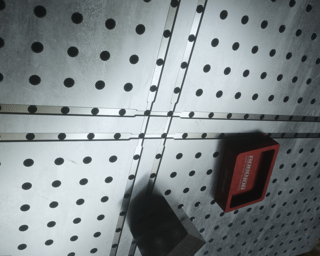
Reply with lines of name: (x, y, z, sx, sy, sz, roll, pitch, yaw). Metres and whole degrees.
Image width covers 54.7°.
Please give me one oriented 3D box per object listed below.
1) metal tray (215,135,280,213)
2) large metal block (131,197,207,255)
metal tray: (0.150, 0.081, 0.539, 0.091, 0.030, 0.129, -11, 123, -23)
large metal block: (0.011, 0.172, 0.488, 0.080, 0.080, 0.050, -47, 129, 4)
